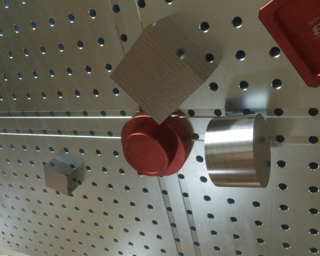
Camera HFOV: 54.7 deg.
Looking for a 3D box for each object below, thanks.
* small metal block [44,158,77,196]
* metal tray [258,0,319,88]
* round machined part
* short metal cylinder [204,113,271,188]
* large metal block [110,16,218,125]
[{"bbox_3d":[-0.180,0.089,0.562,0.050,0.025,0.050,21,126,15],"label":"small metal block"},{"bbox_3d":[0.163,-0.104,0.257,0.130,0.030,0.090,-33,100,38],"label":"metal tray"},{"bbox_3d":[-0.011,0.027,0.423,0.098,0.042,0.097,13,124,21],"label":"round machined part"},{"bbox_3d":[0.089,0.026,0.345,0.050,0.080,0.080,-5,116,31],"label":"short metal cylinder"},{"bbox_3d":[0.004,-0.064,0.353,0.080,0.050,0.080,44,129,-3],"label":"large metal block"}]
